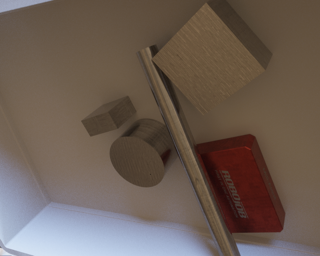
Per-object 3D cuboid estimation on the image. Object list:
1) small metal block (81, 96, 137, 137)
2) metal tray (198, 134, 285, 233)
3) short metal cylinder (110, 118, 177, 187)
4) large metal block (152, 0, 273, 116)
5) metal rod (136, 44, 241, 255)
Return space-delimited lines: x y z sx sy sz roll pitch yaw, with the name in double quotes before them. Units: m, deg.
"small metal block" -0.068 -0.016 0.417 0.050 0.050 0.025 -15 111 34
"metal tray" 0.097 0.077 0.401 0.090 0.030 0.129 -14 112 33
"short metal cylinder" -0.021 0.034 0.423 0.080 0.050 0.079 13 124 20
"large metal block" 0.053 -0.073 0.318 0.080 0.050 0.080 47 129 -5
"metal rod" 0.041 0.047 0.373 0.025 0.025 0.299 -16 103 34
